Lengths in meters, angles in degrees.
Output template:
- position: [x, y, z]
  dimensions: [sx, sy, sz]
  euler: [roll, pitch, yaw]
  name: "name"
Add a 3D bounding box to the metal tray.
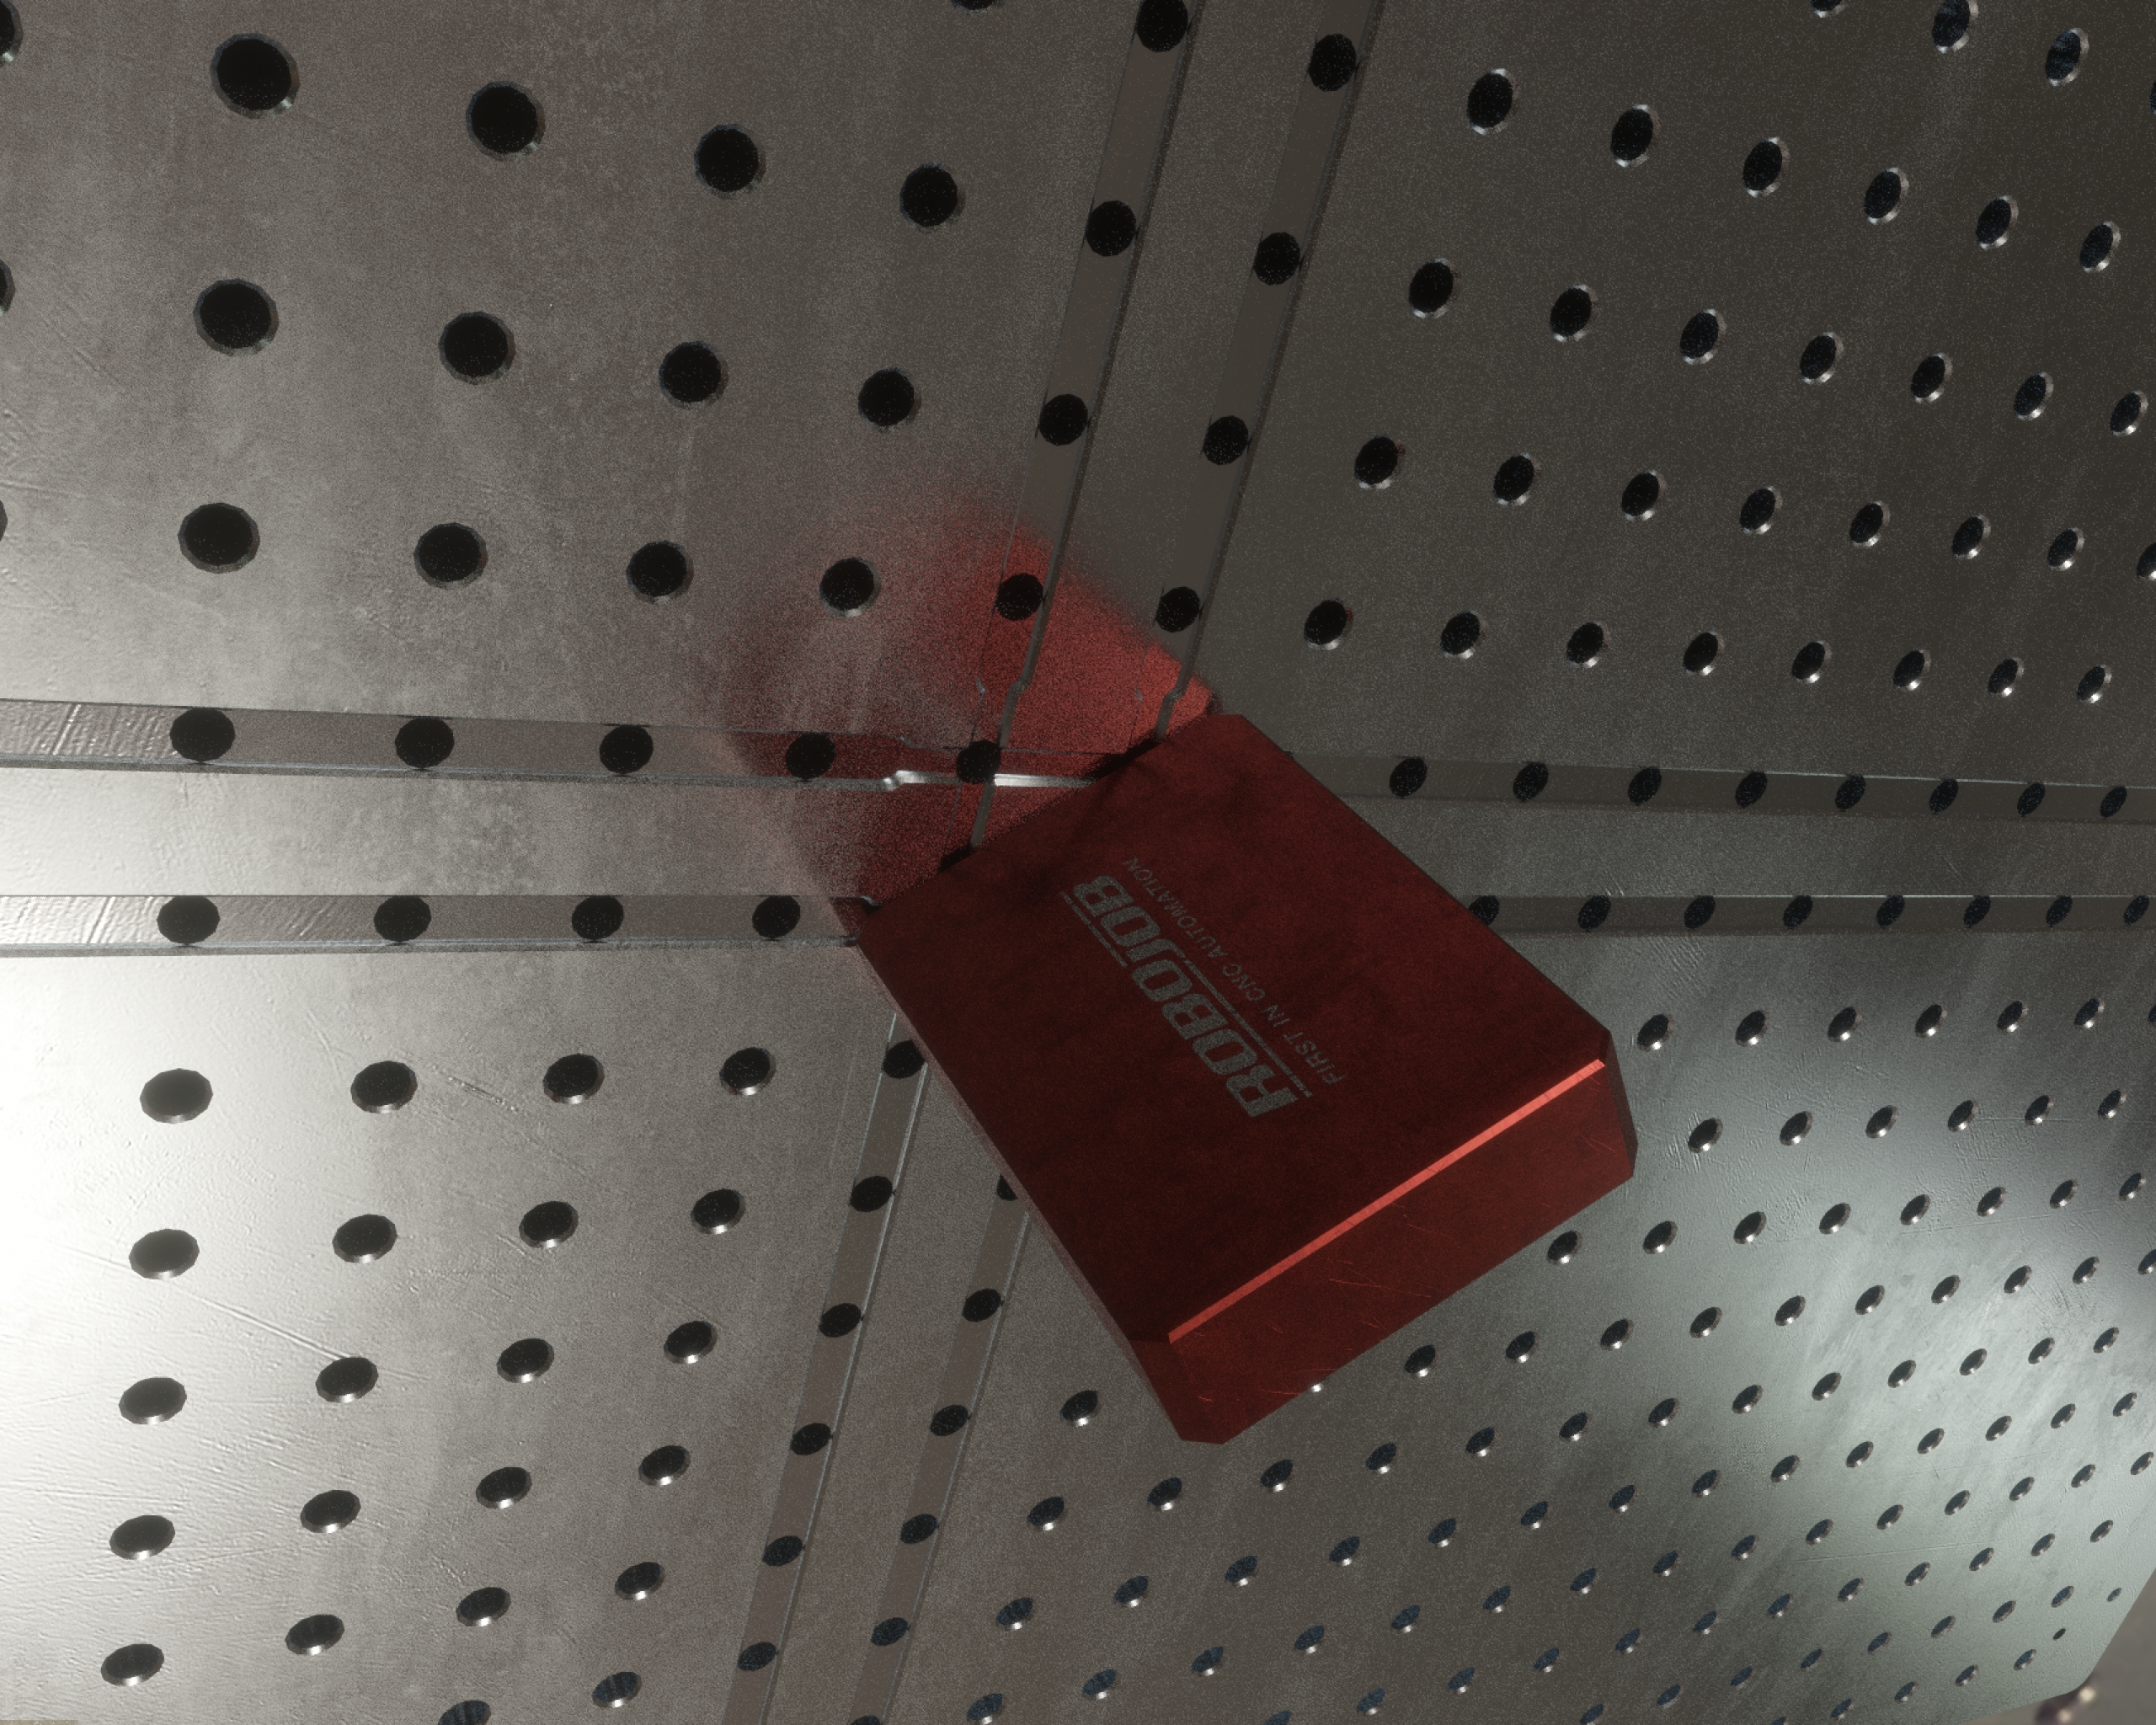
- position: [0.025, 0.031, 0.377]
  dimensions: [0.090, 0.130, 0.030]
  euler: [-31, 129, -9]
  name: "metal tray"
